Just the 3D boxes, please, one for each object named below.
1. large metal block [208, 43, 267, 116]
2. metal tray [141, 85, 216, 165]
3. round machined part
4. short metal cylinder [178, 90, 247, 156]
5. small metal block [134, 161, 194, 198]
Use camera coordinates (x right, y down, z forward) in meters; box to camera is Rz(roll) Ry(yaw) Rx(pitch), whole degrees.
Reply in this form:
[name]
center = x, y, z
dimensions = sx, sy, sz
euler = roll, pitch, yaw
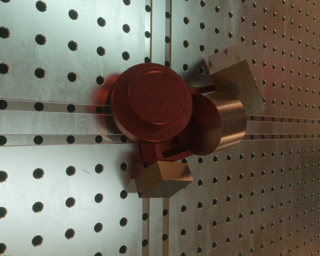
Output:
[large metal block]
center = 0.111, -0.068, 0.456
dimensions = 0.080, 0.050, 0.080
euler = 59, 20, -24
[metal tray]
center = 0.031, -0.007, 0.429
dimensions = 0.131, 0.030, 0.089
euler = -15, 100, -39
[round machined part]
center = -0.007, -0.032, 0.363
dimensions = 0.099, 0.042, 0.098
euler = 4, 75, -15
[short metal cylinder]
center = 0.065, -0.008, 0.407
dimensions = 0.050, 0.080, 0.079
euler = -12, 98, -40
[small metal block]
center = 0.005, 0.066, 0.390
dimensions = 0.050, 0.050, 0.025
euler = 10, 50, -39
